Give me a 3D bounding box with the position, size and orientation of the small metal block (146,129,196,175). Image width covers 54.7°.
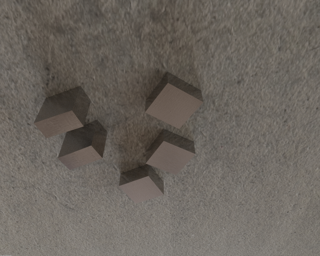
[{"bbox_3d":[0.014,0.035,0.437,0.050,0.025,0.050,23,126,-19],"label":"small metal block"}]

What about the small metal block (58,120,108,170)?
[{"bbox_3d":[-0.101,0.022,0.408,0.050,0.050,0.025,-20,127,16],"label":"small metal block"}]

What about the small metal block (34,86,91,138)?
[{"bbox_3d":[-0.116,-0.020,0.372,0.050,0.050,0.025,-17,128,13],"label":"small metal block"}]

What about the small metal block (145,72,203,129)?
[{"bbox_3d":[0.017,-0.033,0.380,0.050,0.025,0.050,26,125,-21],"label":"small metal block"}]

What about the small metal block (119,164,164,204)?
[{"bbox_3d":[-0.028,0.087,0.481,0.050,0.025,0.050,-22,127,17],"label":"small metal block"}]
